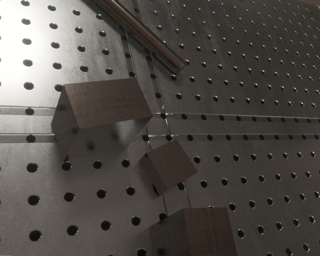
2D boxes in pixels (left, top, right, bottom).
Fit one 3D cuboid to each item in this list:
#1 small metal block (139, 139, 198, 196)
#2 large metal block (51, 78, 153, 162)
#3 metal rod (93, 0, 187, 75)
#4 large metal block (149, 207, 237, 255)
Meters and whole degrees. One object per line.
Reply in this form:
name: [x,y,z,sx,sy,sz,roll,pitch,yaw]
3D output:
small metal block: [0.010,0.048,0.386,0.050,0.025,0.050,-23,74,-37]
large metal block: [-0.067,-0.009,0.343,0.081,0.080,0.050,-11,68,-33]
metal rod: [-0.077,-0.192,0.484,0.300,0.025,0.025,42,51,0]
large metal block: [0.033,0.131,0.312,0.050,0.080,0.080,6,59,-26]
